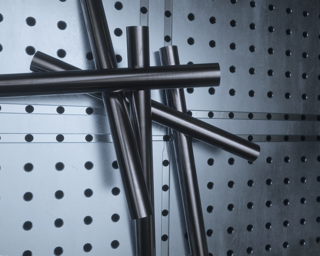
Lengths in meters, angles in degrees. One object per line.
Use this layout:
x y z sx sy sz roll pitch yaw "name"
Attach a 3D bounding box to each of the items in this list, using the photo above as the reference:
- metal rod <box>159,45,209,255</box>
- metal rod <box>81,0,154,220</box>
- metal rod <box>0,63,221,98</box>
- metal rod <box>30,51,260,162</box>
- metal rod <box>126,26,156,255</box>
0.034 0.039 0.426 0.025 0.025 0.298 -10 94 -20 "metal rod"
-0.056 -0.049 0.353 0.025 0.025 0.299 -11 79 -20 "metal rod"
-0.089 -0.048 0.326 0.302 0.025 0.025 -3 91 0 "metal rod"
-0.009 -0.022 0.389 0.302 0.025 0.025 22 83 -11 "metal rod"
-0.021 0.034 0.374 0.025 0.025 0.298 -7 104 -20 "metal rod"
